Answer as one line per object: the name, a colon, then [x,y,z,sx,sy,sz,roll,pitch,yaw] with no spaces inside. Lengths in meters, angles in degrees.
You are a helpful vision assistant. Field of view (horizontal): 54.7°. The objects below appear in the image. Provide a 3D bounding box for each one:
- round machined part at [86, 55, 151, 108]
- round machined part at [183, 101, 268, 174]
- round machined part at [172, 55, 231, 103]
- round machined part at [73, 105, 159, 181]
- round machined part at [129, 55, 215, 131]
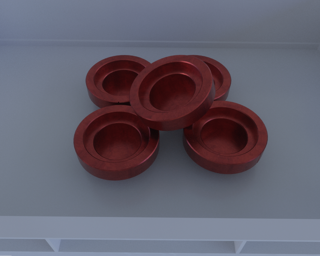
round machined part: [-0.052,-0.057,0.439,0.099,0.042,0.098,0,50,0]
round machined part: [0.077,0.015,0.380,0.099,0.042,0.098,0,50,0]
round machined part: [0.048,-0.057,0.441,0.099,0.042,0.098,0,50,0]
round machined part: [-0.050,0.021,0.373,0.099,0.042,0.098,0,50,0]
round machined part: [0.017,-0.037,0.368,0.098,0.042,0.098,-10,54,15]
